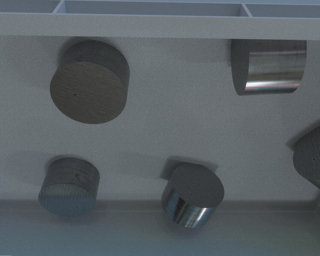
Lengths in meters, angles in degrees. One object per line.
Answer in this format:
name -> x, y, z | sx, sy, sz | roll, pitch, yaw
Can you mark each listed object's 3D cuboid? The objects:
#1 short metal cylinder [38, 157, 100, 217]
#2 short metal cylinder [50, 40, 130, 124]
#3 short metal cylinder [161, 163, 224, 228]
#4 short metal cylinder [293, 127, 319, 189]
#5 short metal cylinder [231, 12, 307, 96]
short metal cylinder -> -0.135, 0.090, 0.468 | 0.081, 0.050, 0.079 | 0, 130, 0
short metal cylinder -> -0.076, -0.051, 0.348 | 0.081, 0.050, 0.079 | 0, 130, 0
short metal cylinder -> 0.048, 0.099, 0.458 | 0.081, 0.080, 0.050 | 12, 129, -11
short metal cylinder -> 0.229, 0.043, 0.414 | 0.050, 0.080, 0.080 | 33, 122, -25
short metal cylinder -> 0.105, -0.074, 0.312 | 0.050, 0.080, 0.079 | -3, 130, 2
